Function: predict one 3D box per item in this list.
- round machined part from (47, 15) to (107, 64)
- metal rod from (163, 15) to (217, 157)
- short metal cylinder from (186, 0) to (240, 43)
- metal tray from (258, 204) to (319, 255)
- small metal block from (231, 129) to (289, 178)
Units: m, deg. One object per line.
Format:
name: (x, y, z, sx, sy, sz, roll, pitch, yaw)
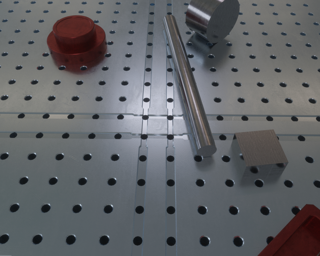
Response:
round machined part: (-0.142, -0.155, 0.526, 0.099, 0.042, 0.098, 0, 50, 0)
metal rod: (0.038, -0.085, 0.478, 0.025, 0.025, 0.300, -6, 50, -5)
short metal cylinder: (0.091, -0.195, 0.536, 0.080, 0.080, 0.050, -33, 58, -24)
metal tray: (0.135, 0.143, 0.284, 0.131, 0.030, 0.090, -33, 58, -25)
small metal block: (0.121, 0.031, 0.382, 0.050, 0.025, 0.050, -5, 50, -4)
